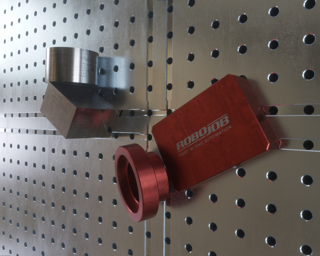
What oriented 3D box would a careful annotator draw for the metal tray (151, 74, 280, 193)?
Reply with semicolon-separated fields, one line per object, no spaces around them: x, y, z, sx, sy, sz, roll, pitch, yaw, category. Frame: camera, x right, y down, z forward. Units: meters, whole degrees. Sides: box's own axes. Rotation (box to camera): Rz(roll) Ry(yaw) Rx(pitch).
0.057;0.010;0.359;0.130;0.030;0.090;-34;69;34;metal tray

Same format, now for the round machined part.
-0.022;0.067;0.401;0.098;0.042;0.097;36;132;56;round machined part

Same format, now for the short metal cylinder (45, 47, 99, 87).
-0.138;-0.094;0.487;0.080;0.081;0.050;4;93;40;short metal cylinder

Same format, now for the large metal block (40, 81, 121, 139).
-0.122;-0.027;0.474;0.080;0.081;0.050;38;114;33;large metal block
